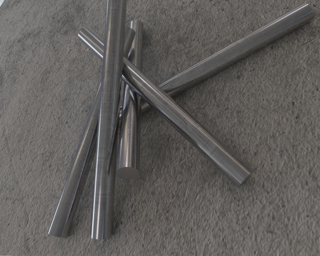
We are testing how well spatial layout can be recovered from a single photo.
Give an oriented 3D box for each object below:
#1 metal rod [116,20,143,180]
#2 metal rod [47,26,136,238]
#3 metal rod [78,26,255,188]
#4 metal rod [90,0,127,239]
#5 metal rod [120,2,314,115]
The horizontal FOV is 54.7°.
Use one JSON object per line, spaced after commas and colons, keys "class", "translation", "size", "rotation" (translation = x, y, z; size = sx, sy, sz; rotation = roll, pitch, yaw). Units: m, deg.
{"class": "metal rod", "translation": [-0.038, -0.063, 0.433], "size": [0.025, 0.025, 0.300], "rotation": [-18, 46, 18]}
{"class": "metal rod", "translation": [-0.089, -0.005, 0.425], "size": [0.025, 0.025, 0.299], "rotation": [8, 74, 31]}
{"class": "metal rod", "translation": [-0.008, -0.041, 0.385], "size": [0.025, 0.025, 0.300], "rotation": [-45, 66, -3]}
{"class": "metal rod", "translation": [-0.062, -0.020, 0.380], "size": [0.025, 0.025, 0.298], "rotation": [0, 83, 28]}
{"class": "metal rod", "translation": [0.059, -0.079, 0.421], "size": [0.300, 0.025, 0.025], "rotation": [-28, 52, 10]}
